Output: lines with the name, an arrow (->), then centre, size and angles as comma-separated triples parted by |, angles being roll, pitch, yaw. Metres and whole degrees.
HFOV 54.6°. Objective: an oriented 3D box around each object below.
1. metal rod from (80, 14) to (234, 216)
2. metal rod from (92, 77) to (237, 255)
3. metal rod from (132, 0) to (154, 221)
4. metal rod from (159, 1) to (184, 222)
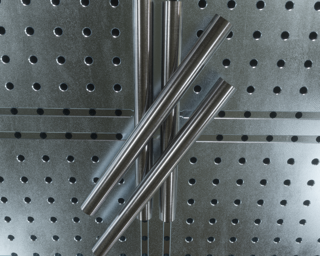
metal rod -> -0.013, -0.004, 0.386 | 0.025, 0.025, 0.299 | 33, 107, -11
metal rod -> -0.003, 0.062, 0.409 | 0.025, 0.025, 0.299 | 33, 106, -11
metal rod -> -0.022, -0.010, 0.410 | 0.025, 0.025, 0.298 | 1, 110, 0
metal rod -> 0.013, -0.007, 0.411 | 0.025, 0.025, 0.298 | 1, 110, 0
